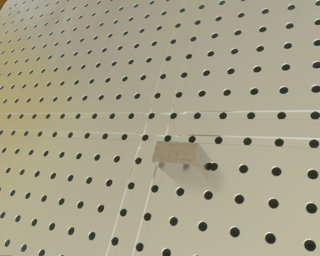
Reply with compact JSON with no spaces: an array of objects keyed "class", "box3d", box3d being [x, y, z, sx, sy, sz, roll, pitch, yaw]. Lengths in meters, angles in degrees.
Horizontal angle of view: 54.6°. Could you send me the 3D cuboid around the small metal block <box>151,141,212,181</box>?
[{"class":"small metal block","box3d":[0.026,0.038,0.356,0.050,0.050,0.025,1,63,29]}]
